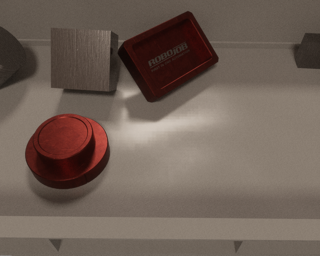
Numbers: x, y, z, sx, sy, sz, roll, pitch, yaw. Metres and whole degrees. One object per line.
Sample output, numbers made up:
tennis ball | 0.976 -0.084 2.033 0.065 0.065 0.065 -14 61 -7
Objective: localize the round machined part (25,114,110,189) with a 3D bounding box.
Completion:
round machined part | -0.113 0.021 0.375 0.099 0.042 0.098 0 50 0

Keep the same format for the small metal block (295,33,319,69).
small metal block | 0.252 -0.122 0.495 0.050 0.050 0.025 3 50 2

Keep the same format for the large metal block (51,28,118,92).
large metal block | -0.105 -0.096 0.440 0.080 0.079 0.050 4 10 3

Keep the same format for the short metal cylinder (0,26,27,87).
short metal cylinder | -0.244 -0.105 0.445 0.050 0.080 0.080 -33 46 24

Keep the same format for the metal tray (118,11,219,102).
metal tray | 0.015 -0.108 0.460 0.131 0.030 0.090 -34 95 -26
